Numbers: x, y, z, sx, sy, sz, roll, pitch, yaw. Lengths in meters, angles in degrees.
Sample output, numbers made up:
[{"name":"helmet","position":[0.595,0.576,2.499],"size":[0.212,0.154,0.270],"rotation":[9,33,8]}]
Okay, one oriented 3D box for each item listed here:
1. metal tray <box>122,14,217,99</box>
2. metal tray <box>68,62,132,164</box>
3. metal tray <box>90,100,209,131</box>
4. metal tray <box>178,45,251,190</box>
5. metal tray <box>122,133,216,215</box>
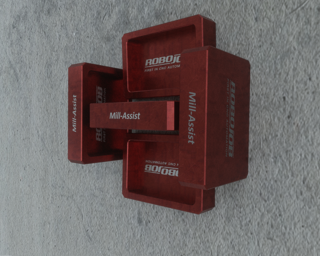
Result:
[{"name":"metal tray","position":[0.008,-0.084,0.397],"size":[0.130,0.030,0.089],"rotation":[1,93,40]},{"name":"metal tray","position":[-0.081,-0.019,0.431],"size":[0.030,0.091,0.129],"rotation":[2,92,40]},{"name":"metal tray","position":[-0.010,-0.015,0.374],"size":[0.130,0.091,0.030],"rotation":[2,93,40]},{"name":"metal tray","position":[0.058,-0.009,0.316],"size":[0.030,0.091,0.129],"rotation":[2,91,40]},{"name":"metal tray","position":[0.007,0.052,0.399],"size":[0.130,0.030,0.089],"rotation":[1,90,40]}]
